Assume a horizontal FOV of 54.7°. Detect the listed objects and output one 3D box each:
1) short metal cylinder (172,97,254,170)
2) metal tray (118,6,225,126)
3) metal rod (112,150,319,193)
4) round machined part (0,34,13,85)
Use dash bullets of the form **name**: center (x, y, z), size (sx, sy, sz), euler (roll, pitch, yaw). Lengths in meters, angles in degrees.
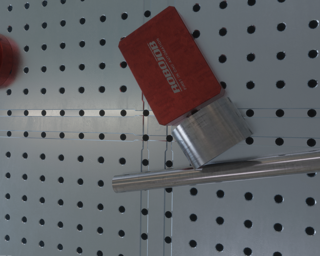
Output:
- **short metal cylinder**: center (0.061, 0.007, 0.362), size (0.080, 0.080, 0.050), euler (-35, 79, 16)
- **metal tray**: center (0.013, -0.079, 0.405), size (0.090, 0.030, 0.130), euler (-31, 80, 17)
- **metal rod**: center (0.079, 0.055, 0.384), size (0.301, 0.025, 0.025), euler (-10, 87, 19)
- **round machined part**: center (-0.296, -0.115, 0.508), size (0.098, 0.042, 0.097), euler (0, 90, 19)
